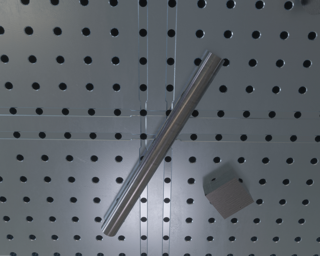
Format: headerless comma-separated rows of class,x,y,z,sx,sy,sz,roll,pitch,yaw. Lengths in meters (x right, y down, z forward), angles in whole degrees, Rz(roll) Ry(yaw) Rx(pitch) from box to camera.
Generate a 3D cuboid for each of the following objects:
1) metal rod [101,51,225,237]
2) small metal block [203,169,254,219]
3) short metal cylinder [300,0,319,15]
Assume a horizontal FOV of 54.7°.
metal rod,-0.004,0.033,0.425,0.025,0.025,0.298,28,108,-10
small metal block,0.099,0.096,0.450,0.050,0.025,0.050,-35,107,12
short metal cylinder,0.184,-0.166,0.325,0.050,0.080,0.080,-13,110,5
